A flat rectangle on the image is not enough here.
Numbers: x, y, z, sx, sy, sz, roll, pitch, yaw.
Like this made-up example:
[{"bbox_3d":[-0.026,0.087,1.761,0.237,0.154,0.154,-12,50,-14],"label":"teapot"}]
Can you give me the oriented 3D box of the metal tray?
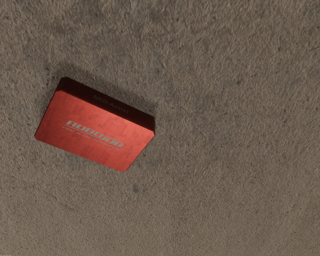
[{"bbox_3d":[-0.083,0.000,0.403,0.131,0.030,0.089,24,126,-20],"label":"metal tray"}]
